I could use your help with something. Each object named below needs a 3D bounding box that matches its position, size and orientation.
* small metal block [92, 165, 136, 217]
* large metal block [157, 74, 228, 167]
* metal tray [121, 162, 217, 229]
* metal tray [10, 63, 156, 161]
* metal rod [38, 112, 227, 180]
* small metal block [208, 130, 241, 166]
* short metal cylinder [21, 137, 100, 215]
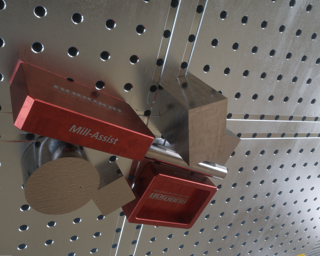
[{"bbox_3d":[-0.068,0.087,0.429,0.050,0.025,0.050,-29,128,-10],"label":"small metal block"},{"bbox_3d":[0.039,-0.012,0.391,0.050,0.080,0.079,-17,126,-19],"label":"large metal block"},{"bbox_3d":[0.017,0.110,0.484,0.131,0.030,0.090,20,108,-36],"label":"metal tray"},{"bbox_3d":[-0.078,-0.015,0.316,0.131,0.090,0.030,20,108,-36],"label":"metal tray"},{"bbox_3d":[-0.013,0.030,0.422,0.302,0.025,0.025,21,107,-36],"label":"metal rod"},{"bbox_3d":[0.088,0.026,0.475,0.050,0.025,0.050,18,109,-35],"label":"small metal block"},{"bbox_3d":[-0.117,0.054,0.363,0.081,0.050,0.079,-14,124,-21],"label":"short metal cylinder"}]
